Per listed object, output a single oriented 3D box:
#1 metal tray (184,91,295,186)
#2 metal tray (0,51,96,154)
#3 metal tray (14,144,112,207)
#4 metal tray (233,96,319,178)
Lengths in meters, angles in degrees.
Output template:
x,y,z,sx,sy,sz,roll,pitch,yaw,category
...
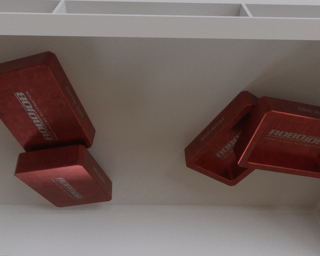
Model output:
x,y,z,sx,sy,sz,roll,pitch,yaw,category
0.107,0.020,0.424,0.090,0.030,0.129,26,125,-21,metal tray
-0.148,-0.022,0.385,0.090,0.030,0.129,-12,130,9,metal tray
-0.130,0.073,0.443,0.090,0.030,0.130,-9,146,6,metal tray
0.169,0.015,0.381,0.131,0.030,0.089,9,129,-9,metal tray
